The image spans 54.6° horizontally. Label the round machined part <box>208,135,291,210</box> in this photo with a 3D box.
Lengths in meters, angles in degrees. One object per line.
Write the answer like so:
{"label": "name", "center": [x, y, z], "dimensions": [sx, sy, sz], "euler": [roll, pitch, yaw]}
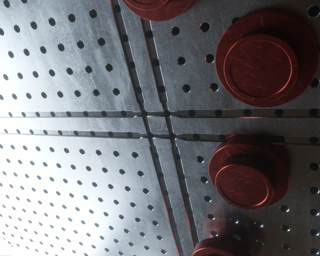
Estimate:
{"label": "round machined part", "center": [0.107, 0.061, 0.382], "dimensions": [0.098, 0.042, 0.097], "euler": [13, 124, 21]}

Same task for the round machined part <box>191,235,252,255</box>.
{"label": "round machined part", "center": [0.099, 0.204, 0.473], "dimensions": [0.098, 0.042, 0.097], "euler": [12, 121, 21]}

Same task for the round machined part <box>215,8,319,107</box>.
{"label": "round machined part", "center": [0.102, -0.064, 0.307], "dimensions": [0.098, 0.042, 0.097], "euler": [13, 124, 21]}

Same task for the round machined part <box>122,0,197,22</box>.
{"label": "round machined part", "center": [-0.007, -0.156, 0.308], "dimensions": [0.098, 0.042, 0.097], "euler": [13, 124, 21]}
